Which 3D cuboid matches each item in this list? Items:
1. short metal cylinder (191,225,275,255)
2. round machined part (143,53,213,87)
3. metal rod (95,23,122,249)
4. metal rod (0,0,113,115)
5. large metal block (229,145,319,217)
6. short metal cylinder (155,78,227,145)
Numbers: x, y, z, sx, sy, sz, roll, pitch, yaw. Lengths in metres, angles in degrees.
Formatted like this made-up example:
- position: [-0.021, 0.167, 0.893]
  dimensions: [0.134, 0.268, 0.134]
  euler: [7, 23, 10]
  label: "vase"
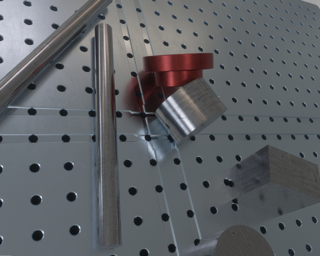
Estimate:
- position: [0.081, 0.153, 0.342]
  dimensions: [0.081, 0.050, 0.080]
  euler: [13, 56, -21]
  label: "short metal cylinder"
- position: [0.026, -0.081, 0.437]
  dimensions: [0.099, 0.098, 0.042]
  euler: [-11, 104, -33]
  label: "round machined part"
- position: [-0.066, -0.012, 0.379]
  dimensions: [0.025, 0.025, 0.299]
  euler: [7, 58, -25]
  label: "metal rod"
- position: [-0.139, -0.101, 0.394]
  dimensions: [0.025, 0.025, 0.301]
  euler: [33, 51, -7]
  label: "metal rod"
- position: [0.149, 0.073, 0.408]
  dimensions: [0.080, 0.080, 0.050]
  euler: [21, 54, -16]
  label: "large metal block"
- position: [0.041, -0.021, 0.407]
  dimensions: [0.081, 0.080, 0.050]
  euler: [-29, 78, -37]
  label: "short metal cylinder"
